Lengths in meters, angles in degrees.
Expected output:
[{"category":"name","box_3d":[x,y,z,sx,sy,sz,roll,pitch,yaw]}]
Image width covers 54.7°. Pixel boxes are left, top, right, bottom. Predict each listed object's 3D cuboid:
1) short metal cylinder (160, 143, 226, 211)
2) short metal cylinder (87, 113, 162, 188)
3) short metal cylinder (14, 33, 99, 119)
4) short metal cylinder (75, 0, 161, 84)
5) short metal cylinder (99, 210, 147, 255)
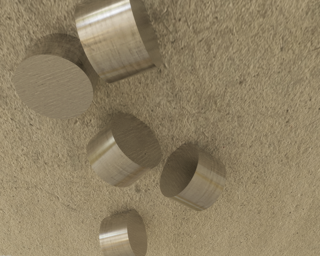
[{"category":"short metal cylinder","box_3d":[0.044,0.068,0.429,0.050,0.080,0.080,31,123,-24]},{"category":"short metal cylinder","box_3d":[-0.045,0.028,0.395,0.080,0.080,0.050,35,122,-26]},{"category":"short metal cylinder","box_3d":[-0.110,-0.056,0.342,0.081,0.050,0.079,0,130,0]},{"category":"short metal cylinder","box_3d":[-0.037,-0.088,0.295,0.050,0.080,0.080,-16,128,13]},{"category":"short metal cylinder","box_3d":[-0.061,0.186,0.529,0.050,0.080,0.080,-18,128,14]}]
